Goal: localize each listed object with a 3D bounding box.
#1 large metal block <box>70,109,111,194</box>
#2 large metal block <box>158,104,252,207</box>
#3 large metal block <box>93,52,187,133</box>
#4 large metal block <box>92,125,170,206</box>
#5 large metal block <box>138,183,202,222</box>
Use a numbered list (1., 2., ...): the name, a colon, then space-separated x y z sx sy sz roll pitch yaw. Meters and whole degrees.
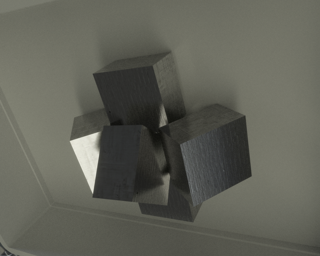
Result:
1. large metal block: -0.080 0.028 0.421 0.050 0.080 0.080 -18 115 -4
2. large metal block: 0.052 0.028 0.352 0.050 0.081 0.080 36 144 58
3. large metal block: -0.022 -0.041 0.374 0.080 0.050 0.080 -1 118 29
4. large metal block: -0.027 0.046 0.363 0.050 0.080 0.080 -1 74 27
5. large metal block: 0.011 0.079 0.434 0.080 0.050 0.080 1 119 28
